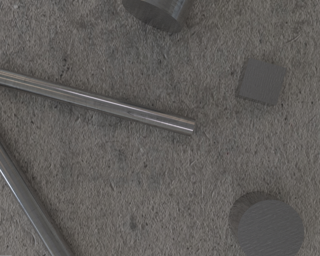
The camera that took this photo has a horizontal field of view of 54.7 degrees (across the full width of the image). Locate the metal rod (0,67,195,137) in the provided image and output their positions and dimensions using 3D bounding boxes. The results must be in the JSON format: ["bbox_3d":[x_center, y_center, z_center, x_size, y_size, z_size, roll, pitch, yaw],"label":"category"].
[{"bbox_3d":[-0.103,-0.039,0.408,0.302,0.025,0.025,15,90,0],"label":"metal rod"}]

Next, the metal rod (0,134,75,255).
[{"bbox_3d":[-0.186,0.075,0.408,0.025,0.025,0.299,-32,90,0],"label":"metal rod"}]

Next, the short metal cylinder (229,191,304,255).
[{"bbox_3d":[0.134,0.126,0.399,0.081,0.050,0.079,0,90,0],"label":"short metal cylinder"}]

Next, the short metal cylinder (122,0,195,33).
[{"bbox_3d":[0.000,-0.160,0.382,0.080,0.080,0.050,24,90,0],"label":"short metal cylinder"}]

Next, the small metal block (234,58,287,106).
[{"bbox_3d":[0.133,-0.060,0.411,0.050,0.025,0.050,16,90,0],"label":"small metal block"}]
